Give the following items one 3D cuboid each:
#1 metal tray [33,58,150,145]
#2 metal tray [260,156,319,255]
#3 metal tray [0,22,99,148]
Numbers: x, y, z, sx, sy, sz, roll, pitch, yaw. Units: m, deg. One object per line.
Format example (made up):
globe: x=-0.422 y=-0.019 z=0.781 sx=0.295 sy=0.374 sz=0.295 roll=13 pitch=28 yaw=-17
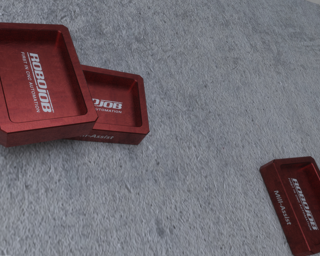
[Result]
metal tray: x=-0.082 y=-0.030 z=0.374 sx=0.131 sy=0.030 sz=0.090 roll=6 pitch=59 yaw=-25
metal tray: x=0.208 y=0.108 z=0.446 sx=0.091 sy=0.030 sz=0.130 roll=-1 pitch=62 yaw=-29
metal tray: x=-0.128 y=-0.050 z=0.322 sx=0.091 sy=0.030 sz=0.130 roll=-10 pitch=66 yaw=-32
